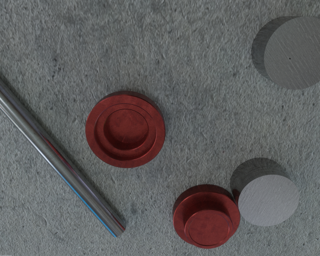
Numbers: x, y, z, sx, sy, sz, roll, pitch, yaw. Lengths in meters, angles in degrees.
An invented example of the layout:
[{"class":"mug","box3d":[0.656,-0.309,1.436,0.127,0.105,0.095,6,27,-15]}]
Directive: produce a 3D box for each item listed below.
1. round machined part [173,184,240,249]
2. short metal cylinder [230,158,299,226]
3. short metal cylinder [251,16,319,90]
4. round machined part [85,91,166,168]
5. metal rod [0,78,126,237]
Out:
[{"class":"round machined part","box3d":[0.068,0.135,0.452,0.099,0.042,0.097,0,110,-1]},{"class":"short metal cylinder","box3d":[0.143,0.088,0.431,0.081,0.050,0.079,0,110,-1]},{"class":"short metal cylinder","box3d":[0.155,-0.090,0.366,0.081,0.050,0.079,0,110,-1]},{"class":"round machined part","box3d":[-0.042,-0.001,0.400,0.099,0.042,0.097,0,110,-1]},{"class":"metal rod","box3d":[-0.144,0.038,0.421,0.025,0.025,0.299,-32,107,11]}]
